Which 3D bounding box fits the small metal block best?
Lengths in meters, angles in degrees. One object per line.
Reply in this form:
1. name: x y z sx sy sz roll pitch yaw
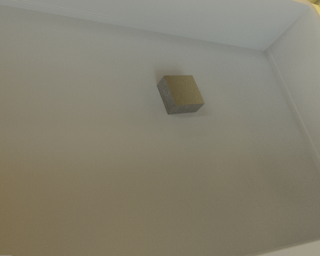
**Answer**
1. small metal block: 0.030 -0.049 0.451 0.050 0.025 0.050 -7 65 -31
